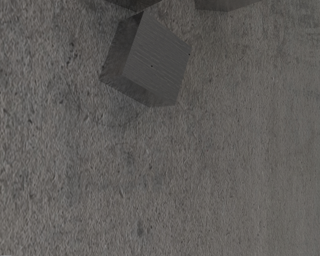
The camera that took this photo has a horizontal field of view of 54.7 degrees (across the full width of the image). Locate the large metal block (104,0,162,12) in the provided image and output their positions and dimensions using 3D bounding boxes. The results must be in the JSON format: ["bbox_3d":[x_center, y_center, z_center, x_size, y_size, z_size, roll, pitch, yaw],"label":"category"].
[{"bbox_3d":[-0.042,-0.190,0.352,0.081,0.050,0.080,5,87,-40],"label":"large metal block"}]

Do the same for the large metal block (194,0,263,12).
[{"bbox_3d":[0.106,-0.210,0.456,0.081,0.080,0.050,-14,99,-39],"label":"large metal block"}]

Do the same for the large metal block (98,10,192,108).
[{"bbox_3d":[-0.016,-0.078,0.375,0.080,0.050,0.080,27,73,-37],"label":"large metal block"}]
